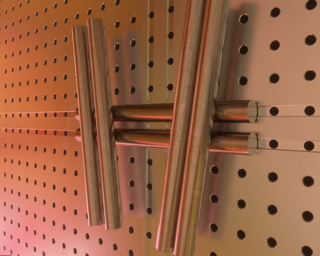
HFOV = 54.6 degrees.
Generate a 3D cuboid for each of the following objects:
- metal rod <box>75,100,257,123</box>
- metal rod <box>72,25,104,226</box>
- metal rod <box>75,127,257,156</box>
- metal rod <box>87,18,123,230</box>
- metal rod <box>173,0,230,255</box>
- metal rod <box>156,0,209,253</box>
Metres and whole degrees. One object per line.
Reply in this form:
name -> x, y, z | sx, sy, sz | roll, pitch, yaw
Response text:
metal rod -> -0.017, -0.021, 0.425 | 0.300, 0.025, 0.025 | 1, 91, 40
metal rod -> -0.108, -0.007, 0.468 | 0.025, 0.025, 0.299 | -10, 83, 39
metal rod -> -0.017, 0.014, 0.425 | 0.300, 0.025, 0.025 | 1, 91, 40
metal rod -> -0.079, -0.009, 0.444 | 0.025, 0.025, 0.299 | -10, 84, 39
metal rod -> 0.045, -0.004, 0.341 | 0.025, 0.025, 0.298 | 12, 98, 39
metal rod -> 0.025, -0.003, 0.358 | 0.025, 0.025, 0.298 | 12, 98, 39
